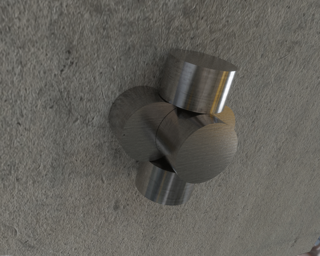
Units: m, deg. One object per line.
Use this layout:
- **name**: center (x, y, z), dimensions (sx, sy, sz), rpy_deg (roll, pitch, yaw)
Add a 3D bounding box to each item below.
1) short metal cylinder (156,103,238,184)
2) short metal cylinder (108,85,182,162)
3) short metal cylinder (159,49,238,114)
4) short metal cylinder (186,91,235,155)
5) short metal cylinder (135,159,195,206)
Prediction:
- **short metal cylinder**: center (0.042, 0.018, 0.362), dimensions (0.081, 0.050, 0.079), rpy_deg (-14, 125, -21)
- **short metal cylinder**: center (-0.017, -0.006, 0.380), dimensions (0.081, 0.050, 0.079), rpy_deg (-14, 125, -21)
- **short metal cylinder**: center (0.044, -0.057, 0.364), dimensions (0.081, 0.080, 0.050), rpy_deg (0, 119, -29)
- **short metal cylinder**: center (0.053, -0.007, 0.419), dimensions (0.081, 0.050, 0.079), rpy_deg (-14, 125, -21)
- **short metal cylinder**: center (0.011, 0.058, 0.417), dimensions (0.081, 0.080, 0.050), rpy_deg (0, 118, -29)
